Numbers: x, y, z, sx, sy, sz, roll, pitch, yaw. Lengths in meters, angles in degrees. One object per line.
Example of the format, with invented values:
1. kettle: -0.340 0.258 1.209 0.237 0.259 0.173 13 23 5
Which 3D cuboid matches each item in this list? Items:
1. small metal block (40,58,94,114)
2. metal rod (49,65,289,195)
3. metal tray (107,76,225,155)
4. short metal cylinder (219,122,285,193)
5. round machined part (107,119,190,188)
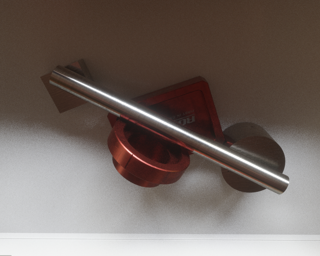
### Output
1. small metal block: -0.111 -0.053 0.388 0.050 0.025 0.050 -21 109 7
2. metal rod: 0.014 0.004 0.368 0.301 0.025 0.025 26 108 -3
3. metal tray: 0.009 -0.004 0.405 0.131 0.030 0.090 -18 109 6
4. short metal cylinder: 0.117 0.038 0.412 0.081 0.050 0.079 0 110 -1
5. round machined part: -0.017 0.032 0.369 0.098 0.098 0.042 26 116 -10
